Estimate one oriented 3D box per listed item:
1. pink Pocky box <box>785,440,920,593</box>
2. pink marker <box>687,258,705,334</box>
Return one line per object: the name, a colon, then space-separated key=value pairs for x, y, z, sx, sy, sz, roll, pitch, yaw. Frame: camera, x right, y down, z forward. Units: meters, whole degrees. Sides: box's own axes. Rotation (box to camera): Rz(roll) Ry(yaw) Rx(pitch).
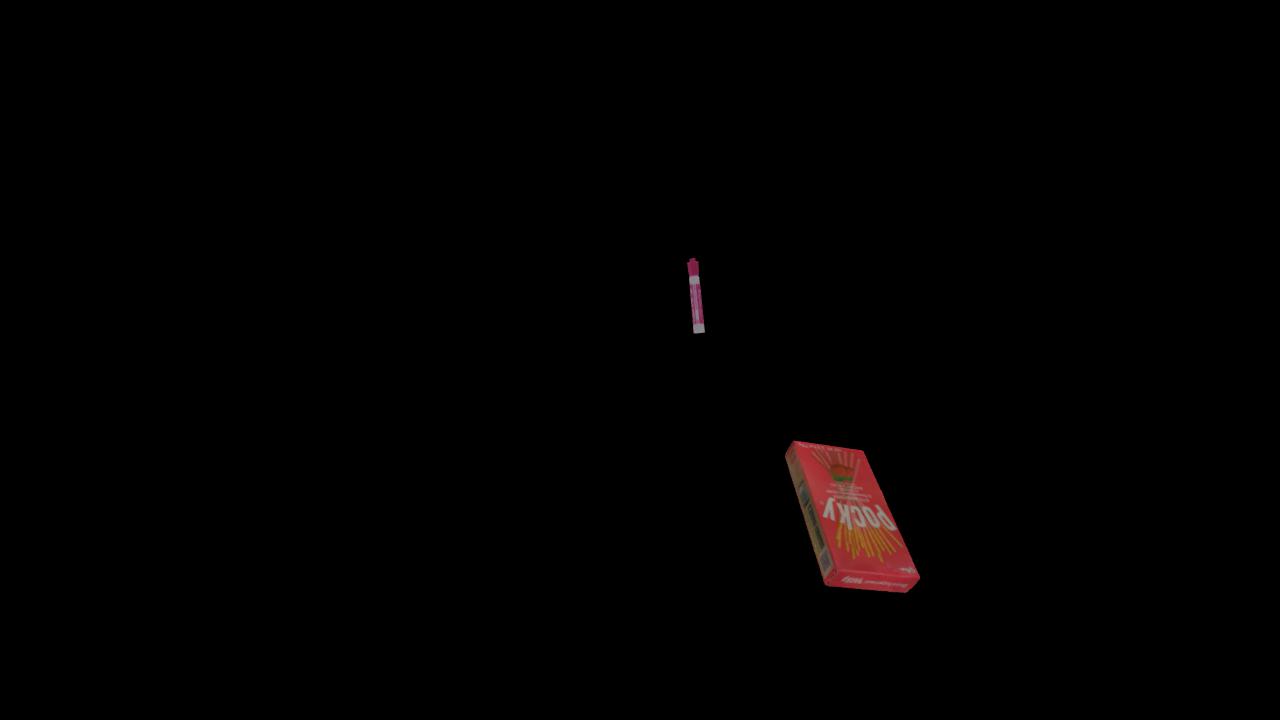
pink Pocky box: x=0.201 y=0.147 z=0.598 sx=0.084 sy=0.029 sz=0.155 roll=9 pitch=39 yaw=-11
pink marker: x=0.090 y=-0.103 z=0.993 sx=0.020 sy=0.121 sz=0.020 roll=-6 pitch=3 yaw=0
